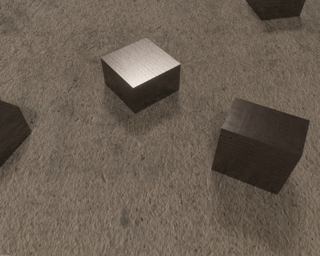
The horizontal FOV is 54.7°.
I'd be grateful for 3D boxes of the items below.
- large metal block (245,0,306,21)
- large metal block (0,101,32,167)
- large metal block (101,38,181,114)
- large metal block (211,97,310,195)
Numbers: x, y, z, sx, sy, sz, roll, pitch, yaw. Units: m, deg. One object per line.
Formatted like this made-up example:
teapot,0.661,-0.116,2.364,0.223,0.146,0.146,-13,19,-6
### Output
large metal block,0.226,-0.259,0.608,0.081,0.050,0.080,-9,51,-8
large metal block,-0.223,0.006,0.379,0.080,0.050,0.080,18,52,14
large metal block,-0.028,-0.078,0.453,0.081,0.050,0.080,-31,57,-24
large metal block,0.110,0.021,0.351,0.080,0.080,0.050,20,53,16
